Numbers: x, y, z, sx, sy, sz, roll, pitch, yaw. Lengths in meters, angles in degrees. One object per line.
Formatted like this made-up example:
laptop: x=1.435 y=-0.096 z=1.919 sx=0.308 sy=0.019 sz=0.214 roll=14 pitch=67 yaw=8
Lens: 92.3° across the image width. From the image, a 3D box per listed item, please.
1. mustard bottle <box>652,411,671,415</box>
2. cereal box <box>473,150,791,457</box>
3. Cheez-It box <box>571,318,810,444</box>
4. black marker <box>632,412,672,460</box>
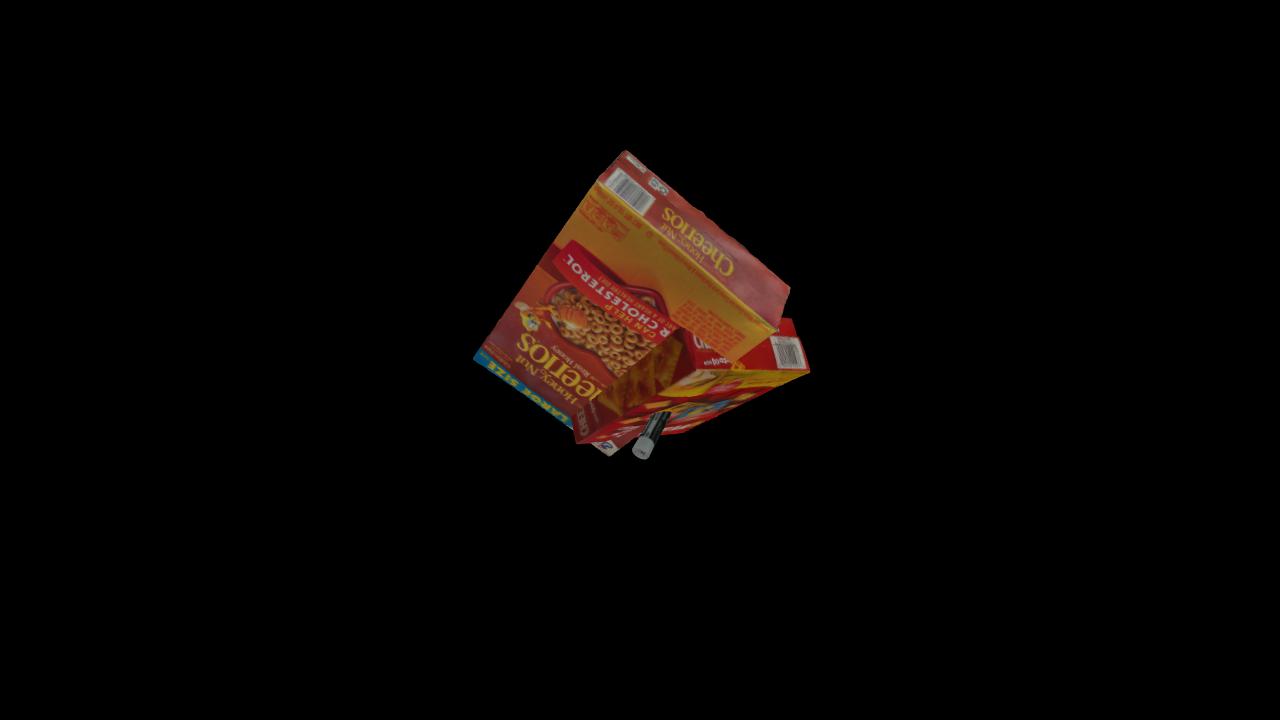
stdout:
mustard bottle: x=0.039 y=0.039 z=0.750 sx=0.184 sy=0.054 sz=0.092 roll=-23 pitch=-52 yaw=33
cereal box: x=-0.026 y=-0.033 z=0.637 sx=0.203 sy=0.081 sz=0.306 roll=38 pitch=-45 yaw=-10
Cheez-It box: x=0.045 y=0.025 z=0.675 sx=0.166 sy=0.071 sz=0.223 roll=0 pitch=-24 yaw=-37
black marker: x=0.025 y=0.053 z=0.647 sx=0.020 sy=0.020 sz=0.121 roll=0 pitch=42 yaw=34
